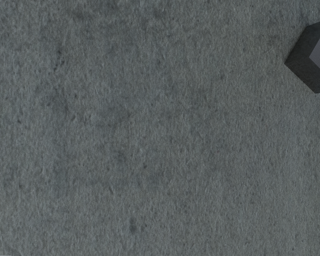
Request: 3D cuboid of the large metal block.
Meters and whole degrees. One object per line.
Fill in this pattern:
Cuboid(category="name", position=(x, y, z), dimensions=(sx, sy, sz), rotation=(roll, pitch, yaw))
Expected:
Cuboid(category="large metal block", position=(0.261, -0.113, 0.494), dimensions=(0.080, 0.050, 0.080), rotation=(37, 78, -17))
